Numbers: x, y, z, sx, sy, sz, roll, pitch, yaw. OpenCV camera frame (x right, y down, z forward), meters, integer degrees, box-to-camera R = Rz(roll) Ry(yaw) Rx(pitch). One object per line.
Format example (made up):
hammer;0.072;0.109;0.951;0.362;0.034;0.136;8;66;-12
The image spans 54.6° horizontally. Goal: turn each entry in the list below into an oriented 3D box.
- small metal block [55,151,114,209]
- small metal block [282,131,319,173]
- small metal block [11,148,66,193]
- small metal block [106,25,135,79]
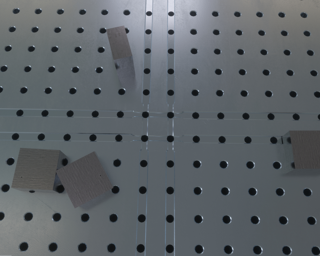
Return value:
small metal block;-0.091;0.063;0.382;0.050;0.025;0.050;-27;88;-10
small metal block;0.192;0.031;0.402;0.050;0.025;0.050;0;70;0
small metal block;-0.152;0.054;0.391;0.050;0.025;0.050;3;70;1
small metal block;-0.055;-0.106;0.437;0.025;0.050;0.050;-14;71;-5
